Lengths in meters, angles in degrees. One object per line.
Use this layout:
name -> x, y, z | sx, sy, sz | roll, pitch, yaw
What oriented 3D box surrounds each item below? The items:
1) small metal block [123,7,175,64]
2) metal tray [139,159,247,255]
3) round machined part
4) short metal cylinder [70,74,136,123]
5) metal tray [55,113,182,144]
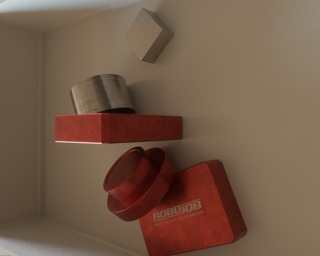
small metal block -> -0.016, -0.124, 0.418 | 0.050, 0.025, 0.050 | -51, 61, 28
metal tray -> 0.029, 0.101, 0.378 | 0.130, 0.030, 0.090 | -29, 72, 36
round machined part -> -0.032, 0.062, 0.384 | 0.098, 0.042, 0.098 | -37, 23, 19
short metal cylinder -> -0.080, -0.034, 0.434 | 0.080, 0.081, 0.050 | -29, 72, 36
metal tray -> -0.046, 0.000, 0.374 | 0.090, 0.131, 0.030 | 0, 90, 40
